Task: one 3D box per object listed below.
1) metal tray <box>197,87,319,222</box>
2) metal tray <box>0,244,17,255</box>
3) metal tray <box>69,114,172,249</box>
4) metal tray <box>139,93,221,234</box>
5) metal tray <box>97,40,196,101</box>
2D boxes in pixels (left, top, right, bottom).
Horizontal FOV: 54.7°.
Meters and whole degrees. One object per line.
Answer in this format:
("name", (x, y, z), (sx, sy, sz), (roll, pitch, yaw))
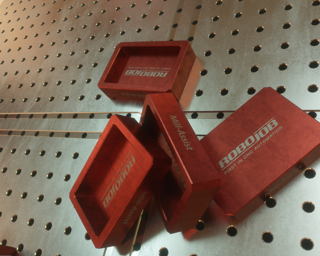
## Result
("metal tray", (0.100, 0.026, 0.336), (0.130, 0.030, 0.090), (-40, 51, 0))
("metal tray", (-0.232, 0.223, 0.387), (0.130, 0.030, 0.090), (-42, 51, -1))
("metal tray", (-0.051, 0.061, 0.360), (0.090, 0.030, 0.129), (46, 112, 39))
("metal tray", (0.011, 0.035, 0.338), (0.030, 0.089, 0.130), (-6, 48, -23))
("metal tray", (-0.022, -0.087, 0.467), (0.130, 0.030, 0.090), (8, 66, 31))
